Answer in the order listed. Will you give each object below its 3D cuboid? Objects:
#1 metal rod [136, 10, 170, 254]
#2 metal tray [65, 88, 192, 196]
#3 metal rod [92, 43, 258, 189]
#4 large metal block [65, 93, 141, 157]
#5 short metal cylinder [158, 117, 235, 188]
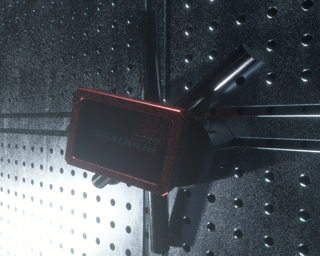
[{"bbox_3d":[-0.007,0.013,0.384,0.025,0.025,0.298,5,102,39],"label":"metal rod"},{"bbox_3d":[-0.038,0.011,0.344,0.130,0.030,0.089,14,99,20],"label":"metal tray"},{"bbox_3d":[0.000,0.002,0.408,0.299,0.025,0.025,-41,66,32],"label":"metal rod"},{"bbox_3d":[-0.068,-0.001,0.426,0.080,0.081,0.050,-41,65,32],"label":"large metal block"},{"bbox_3d":[0.039,0.026,0.358,0.080,0.050,0.079,0,90,39],"label":"short metal cylinder"}]
